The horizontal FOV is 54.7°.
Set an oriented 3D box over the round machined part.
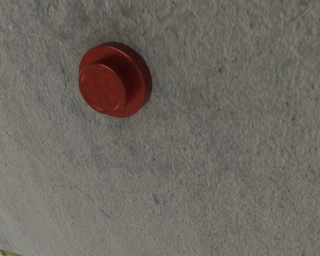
[{"bbox_3d":[-0.063,-0.056,0.393,0.098,0.042,0.097,13,124,20],"label":"round machined part"}]
